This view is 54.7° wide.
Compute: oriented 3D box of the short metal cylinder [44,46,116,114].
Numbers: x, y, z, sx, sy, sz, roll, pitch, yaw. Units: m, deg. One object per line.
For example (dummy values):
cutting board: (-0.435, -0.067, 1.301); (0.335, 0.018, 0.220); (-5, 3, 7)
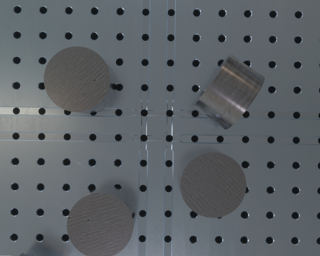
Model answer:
short metal cylinder: (-0.100, -0.059, 0.400); (0.081, 0.050, 0.079); (0, 90, 0)

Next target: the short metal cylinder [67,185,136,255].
short metal cylinder: (-0.073, 0.118, 0.400); (0.081, 0.050, 0.079); (0, 90, 0)

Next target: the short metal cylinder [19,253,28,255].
short metal cylinder: (-0.177, 0.206, 0.385); (0.050, 0.080, 0.080); (34, 90, 0)

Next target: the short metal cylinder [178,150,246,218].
short metal cylinder: (0.065, 0.069, 0.401); (0.081, 0.050, 0.079); (0, 90, 0)

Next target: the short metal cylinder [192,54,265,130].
short metal cylinder: (0.084, -0.045, 0.386); (0.050, 0.080, 0.080); (35, 90, 0)
